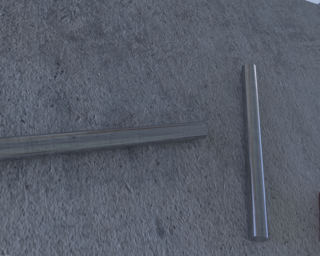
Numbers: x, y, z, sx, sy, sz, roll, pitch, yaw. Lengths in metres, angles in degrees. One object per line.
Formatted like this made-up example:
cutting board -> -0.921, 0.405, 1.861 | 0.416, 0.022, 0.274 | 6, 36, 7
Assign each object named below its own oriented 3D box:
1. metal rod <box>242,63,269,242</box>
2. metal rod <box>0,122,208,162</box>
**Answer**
metal rod -> 0.141, 0.016, 0.469 | 0.025, 0.025, 0.300 | 20, 54, -17
metal rod -> -0.071, 0.014, 0.356 | 0.303, 0.025, 0.025 | -5, 64, -30
